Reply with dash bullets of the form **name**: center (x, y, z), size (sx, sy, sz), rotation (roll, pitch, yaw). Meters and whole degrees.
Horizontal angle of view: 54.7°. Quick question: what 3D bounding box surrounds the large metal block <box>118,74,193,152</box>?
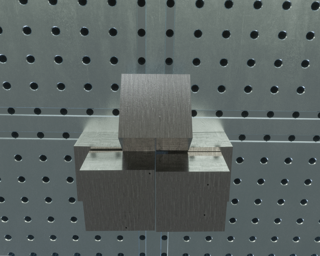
- **large metal block**: center (-0.005, -0.017, 0.372), size (0.081, 0.050, 0.080), rotation (0, 68, -1)

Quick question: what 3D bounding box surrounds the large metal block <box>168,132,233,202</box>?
- **large metal block**: center (0.050, 0.052, 0.419), size (0.081, 0.050, 0.079), rotation (-1, 110, 0)

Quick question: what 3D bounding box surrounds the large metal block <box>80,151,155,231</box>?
- **large metal block**: center (-0.046, 0.074, 0.370), size (0.081, 0.050, 0.079), rotation (0, 110, -1)

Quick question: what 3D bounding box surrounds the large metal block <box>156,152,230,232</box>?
- **large metal block**: center (0.036, 0.076, 0.373), size (0.081, 0.050, 0.079), rotation (0, 110, -1)

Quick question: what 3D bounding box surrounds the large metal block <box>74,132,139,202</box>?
- **large metal block**: center (-0.067, 0.052, 0.419), size (0.081, 0.050, 0.079), rotation (1, 110, -1)
